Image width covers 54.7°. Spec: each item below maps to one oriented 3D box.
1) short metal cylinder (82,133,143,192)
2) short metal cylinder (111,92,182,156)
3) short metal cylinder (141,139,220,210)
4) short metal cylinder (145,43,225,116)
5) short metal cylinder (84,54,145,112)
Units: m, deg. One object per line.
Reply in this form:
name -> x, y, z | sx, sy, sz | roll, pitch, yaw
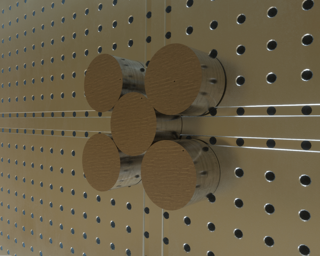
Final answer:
short metal cylinder -> -0.066, 0.047, 0.444 | 0.080, 0.050, 0.079 | 0, 90, 39
short metal cylinder -> -0.019, -0.005, 0.406 | 0.080, 0.050, 0.079 | 0, 90, 39
short metal cylinder -> 0.024, 0.053, 0.371 | 0.080, 0.050, 0.079 | 0, 90, 39
short metal cylinder -> 0.029, -0.054, 0.365 | 0.080, 0.050, 0.079 | 0, 90, 39
short metal cylinder -> -0.063, -0.061, 0.442 | 0.080, 0.050, 0.079 | 0, 90, 39
